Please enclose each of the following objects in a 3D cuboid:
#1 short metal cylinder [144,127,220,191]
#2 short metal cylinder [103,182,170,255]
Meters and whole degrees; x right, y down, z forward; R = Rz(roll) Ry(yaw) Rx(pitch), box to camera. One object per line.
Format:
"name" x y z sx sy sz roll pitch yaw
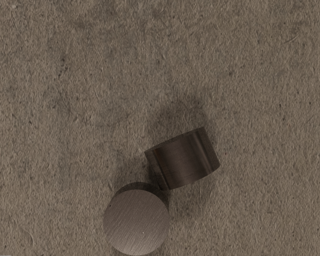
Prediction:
"short metal cylinder" 0.027 0.037 0.383 0.080 0.080 0.050 -23 90 0
"short metal cylinder" -0.028 0.114 0.397 0.081 0.050 0.079 0 90 -1
